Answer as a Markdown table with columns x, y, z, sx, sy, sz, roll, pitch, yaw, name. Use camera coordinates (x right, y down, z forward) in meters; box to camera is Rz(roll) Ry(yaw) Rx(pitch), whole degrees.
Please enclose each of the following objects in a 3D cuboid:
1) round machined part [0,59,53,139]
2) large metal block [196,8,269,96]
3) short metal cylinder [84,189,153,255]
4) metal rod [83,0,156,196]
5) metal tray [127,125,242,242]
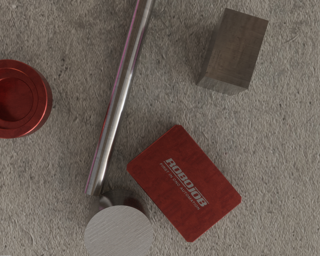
| x | y | z | sx | sy | sz | roll | pitch | yaw | name |
| --- | --- | --- | --- | --- | --- | --- | --- | --- | --- |
| -0.188 | -0.036 | 0.399 | 0.099 | 0.042 | 0.097 | 0 | 90 | -1 | round machined part |
| 0.085 | -0.089 | 0.384 | 0.050 | 0.080 | 0.080 | 17 | 90 | 0 | large metal block |
| -0.051 | 0.124 | 0.389 | 0.081 | 0.050 | 0.079 | -2 | 101 | -8 | short metal cylinder |
| -0.049 | -0.058 | 0.409 | 0.025 | 0.025 | 0.298 | 15 | 90 | -1 | metal rod |
| 0.031 | 0.071 | 0.408 | 0.090 | 0.030 | 0.130 | -40 | 91 | 0 | metal tray |
